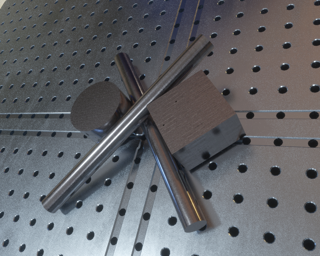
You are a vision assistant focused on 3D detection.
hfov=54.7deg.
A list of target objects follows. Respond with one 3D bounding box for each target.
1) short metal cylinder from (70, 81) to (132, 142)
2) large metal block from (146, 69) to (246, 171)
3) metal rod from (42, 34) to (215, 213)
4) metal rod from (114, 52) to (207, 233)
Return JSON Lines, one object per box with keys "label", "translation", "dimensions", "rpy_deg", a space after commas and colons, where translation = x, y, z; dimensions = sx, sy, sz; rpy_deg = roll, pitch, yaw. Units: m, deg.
{"label": "short metal cylinder", "translation": [-0.078, -0.019, 0.440], "dimensions": [0.080, 0.050, 0.080], "rpy_deg": [-13, 56, 21]}
{"label": "large metal block", "translation": [0.042, -0.009, 0.370], "dimensions": [0.080, 0.050, 0.080], "rpy_deg": [-33, 52, 6]}
{"label": "metal rod", "translation": [-0.045, -0.001, 0.401], "dimensions": [0.300, 0.025, 0.025], "rpy_deg": [-46, 51, 7]}
{"label": "metal rod", "translation": [-0.013, -0.005, 0.412], "dimensions": [0.025, 0.025, 0.300], "rpy_deg": [-31, 52, 8]}
